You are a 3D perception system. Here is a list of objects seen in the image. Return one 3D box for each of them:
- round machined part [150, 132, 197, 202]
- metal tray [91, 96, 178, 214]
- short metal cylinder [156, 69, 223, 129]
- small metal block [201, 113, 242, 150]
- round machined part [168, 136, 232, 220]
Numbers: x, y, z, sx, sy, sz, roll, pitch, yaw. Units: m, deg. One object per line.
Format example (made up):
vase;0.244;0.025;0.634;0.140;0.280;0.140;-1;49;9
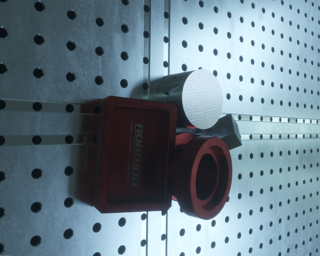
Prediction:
round machined part;0.037;0.054;0.430;0.099;0.042;0.097;0;90;-40
metal tray;-0.029;0.032;0.369;0.091;0.030;0.129;5;87;-26
short metal cylinder;0.042;-0.038;0.430;0.081;0.050;0.079;0;90;-40
small metal block;0.090;0.011;0.458;0.025;0.050;0.050;55;23;-27
round machined part;0.046;0.058;0.377;0.099;0.042;0.097;-4;95;-50
